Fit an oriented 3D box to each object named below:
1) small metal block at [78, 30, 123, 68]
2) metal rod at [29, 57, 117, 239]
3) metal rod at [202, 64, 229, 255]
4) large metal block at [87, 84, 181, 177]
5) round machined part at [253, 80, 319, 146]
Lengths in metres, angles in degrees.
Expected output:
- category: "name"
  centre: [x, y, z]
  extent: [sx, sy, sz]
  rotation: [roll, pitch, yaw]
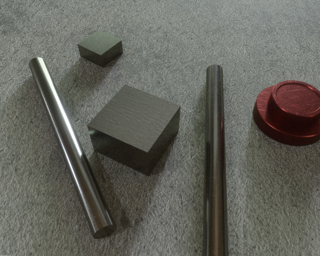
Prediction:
- category: "small metal block"
  centre: [-0.098, -0.132, 0.513]
  extent: [0.050, 0.025, 0.050]
  rotation: [29, 55, 21]
- category: "metal rod"
  centre: [-0.124, 0.003, 0.399]
  extent: [0.025, 0.025, 0.300]
  rotation: [-21, 53, -17]
- category: "metal rod"
  centre: [0.068, 0.026, 0.382]
  extent: [0.025, 0.025, 0.300]
  rotation: [5, 50, 4]
- category: "large metal block"
  centre: [-0.029, 0.001, 0.386]
  extent: [0.080, 0.050, 0.080]
  rotation: [23, 54, 17]
- category: "round machined part"
  centre: [0.180, -0.027, 0.417]
  extent: [0.099, 0.042, 0.098]
  rotation: [0, 50, 0]
